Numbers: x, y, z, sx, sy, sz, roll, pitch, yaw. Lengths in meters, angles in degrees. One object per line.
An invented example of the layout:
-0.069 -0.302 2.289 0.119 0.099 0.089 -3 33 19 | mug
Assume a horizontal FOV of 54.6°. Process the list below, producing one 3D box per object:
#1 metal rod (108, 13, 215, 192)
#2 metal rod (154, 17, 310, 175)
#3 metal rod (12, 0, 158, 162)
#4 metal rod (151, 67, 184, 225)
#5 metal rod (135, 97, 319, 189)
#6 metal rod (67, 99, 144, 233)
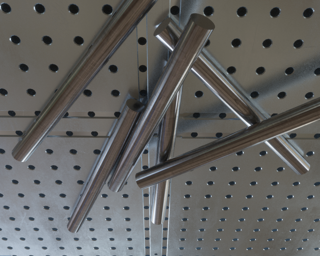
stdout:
-0.016 -0.004 0.385 0.025 0.025 0.298 17 135 -14 | metal rod
0.107 -0.023 0.392 0.025 0.025 0.301 -37 122 27 | metal rod
-0.102 -0.050 0.368 0.025 0.025 0.299 33 123 -25 | metal rod
0.006 0.046 0.450 0.025 0.025 0.298 3 130 -3 | metal rod
0.101 0.016 0.391 0.300 0.025 0.025 -25 126 19 | metal rod
-0.093 0.075 0.474 0.025 0.025 0.298 19 128 -16 | metal rod
